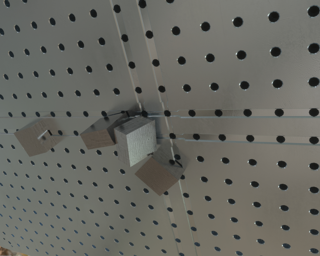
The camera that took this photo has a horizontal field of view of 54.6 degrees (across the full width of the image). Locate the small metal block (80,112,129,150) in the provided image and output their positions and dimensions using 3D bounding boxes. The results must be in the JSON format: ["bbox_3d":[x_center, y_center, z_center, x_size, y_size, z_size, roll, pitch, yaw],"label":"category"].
[{"bbox_3d":[-0.075,0.004,0.438,0.050,0.050,0.025,-11,113,33],"label":"small metal block"}]

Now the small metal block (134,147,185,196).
[{"bbox_3d":[-0.001,0.064,0.452,0.050,0.025,0.050,42,129,-1],"label":"small metal block"}]

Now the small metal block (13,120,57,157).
[{"bbox_3d":[-0.217,0.019,0.539,0.050,0.025,0.050,-15,111,34],"label":"small metal block"}]

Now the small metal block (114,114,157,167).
[{"bbox_3d":[-0.032,0.016,0.419,0.025,0.050,0.050,24,130,38],"label":"small metal block"}]
